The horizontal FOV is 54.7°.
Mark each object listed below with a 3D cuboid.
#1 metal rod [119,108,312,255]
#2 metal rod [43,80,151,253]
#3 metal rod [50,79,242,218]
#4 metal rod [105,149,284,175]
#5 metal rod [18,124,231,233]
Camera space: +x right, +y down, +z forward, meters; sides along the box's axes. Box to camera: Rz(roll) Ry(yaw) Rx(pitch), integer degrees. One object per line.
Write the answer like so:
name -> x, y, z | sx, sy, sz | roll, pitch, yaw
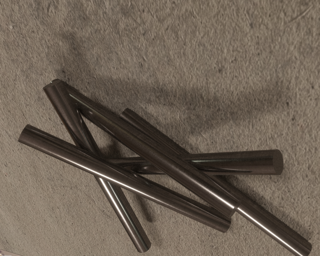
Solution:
metal rod -> 0.069, 0.072, 0.413 | 0.301, 0.025, 0.025 | 37, 129, 3
metal rod -> -0.080, 0.070, 0.446 | 0.025, 0.025, 0.299 | -7, 119, 31
metal rod -> -0.037, 0.011, 0.382 | 0.300, 0.025, 0.025 | 32, 130, 26
metal rod -> 0.004, 0.048, 0.399 | 0.300, 0.025, 0.025 | -8, 115, 42
metal rod -> -0.038, 0.072, 0.415 | 0.301, 0.025, 0.025 | 26, 130, -11
